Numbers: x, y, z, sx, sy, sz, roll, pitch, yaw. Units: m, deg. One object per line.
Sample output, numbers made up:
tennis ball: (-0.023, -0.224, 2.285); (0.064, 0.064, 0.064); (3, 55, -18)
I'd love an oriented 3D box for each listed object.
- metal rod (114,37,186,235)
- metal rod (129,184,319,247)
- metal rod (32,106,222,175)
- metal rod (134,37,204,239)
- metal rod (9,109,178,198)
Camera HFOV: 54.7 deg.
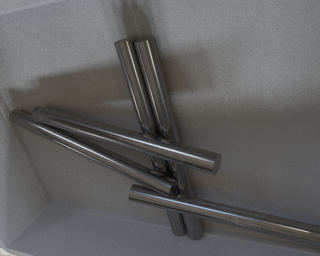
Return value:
metal rod: (-0.005, 0.028, 0.423); (0.025, 0.025, 0.298); (-1, 118, 28)
metal rod: (0.103, 0.116, 0.401); (0.301, 0.025, 0.025); (10, 123, 16)
metal rod: (-0.064, 0.009, 0.419); (0.300, 0.025, 0.025); (14, 125, 28)
metal rod: (0.019, 0.031, 0.413); (0.025, 0.025, 0.298); (-1, 118, 28)
metal rod: (-0.113, 0.030, 0.467); (0.301, 0.025, 0.025); (21, 127, 21)
